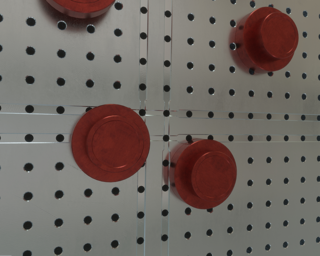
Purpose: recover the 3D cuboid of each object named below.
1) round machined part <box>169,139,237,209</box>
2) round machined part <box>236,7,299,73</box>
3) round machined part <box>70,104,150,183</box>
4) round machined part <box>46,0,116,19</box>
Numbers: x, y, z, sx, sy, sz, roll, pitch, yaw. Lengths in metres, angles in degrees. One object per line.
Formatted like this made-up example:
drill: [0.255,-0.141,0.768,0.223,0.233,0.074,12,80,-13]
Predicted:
round machined part: [0.066,0.064,0.429,0.099,0.042,0.097,0,90,-20]
round machined part: [0.168,-0.135,0.467,0.099,0.042,0.097,0,90,-21]
round machined part: [-0.059,0.019,0.383,0.099,0.042,0.097,0,90,-21]
round machined part: [-0.097,-0.179,0.368,0.099,0.042,0.097,0,90,-21]
